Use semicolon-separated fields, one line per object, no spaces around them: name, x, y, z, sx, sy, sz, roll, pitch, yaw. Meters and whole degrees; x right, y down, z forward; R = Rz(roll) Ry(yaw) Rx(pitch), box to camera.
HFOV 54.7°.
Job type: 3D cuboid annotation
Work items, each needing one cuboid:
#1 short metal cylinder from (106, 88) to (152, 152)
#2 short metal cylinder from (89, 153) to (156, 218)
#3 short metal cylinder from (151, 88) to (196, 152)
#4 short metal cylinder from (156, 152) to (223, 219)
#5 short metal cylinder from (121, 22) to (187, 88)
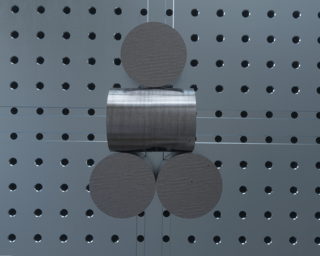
short metal cylinder;-0.035;-0.010;0.386;0.050;0.080;0.079;0;90;0
short metal cylinder;-0.046;0.070;0.399;0.081;0.050;0.079;0;90;-1
short metal cylinder;0.015;-0.010;0.387;0.050;0.080;0.079;0;90;0
short metal cylinder;0.036;0.070;0.400;0.081;0.050;0.079;0;90;-1
short metal cylinder;-0.008;-0.089;0.400;0.081;0.050;0.079;0;90;-1
